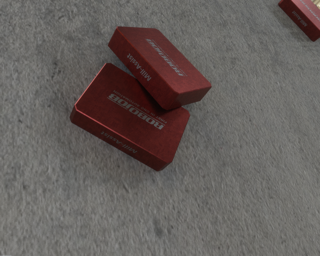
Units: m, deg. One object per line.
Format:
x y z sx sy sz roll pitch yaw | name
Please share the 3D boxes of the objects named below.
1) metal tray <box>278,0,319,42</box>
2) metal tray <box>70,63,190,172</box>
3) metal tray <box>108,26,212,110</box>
0.367 -0.283 0.776 0.091 0.030 0.130 -34 81 -38 | metal tray
-0.034 -0.015 0.393 0.130 0.030 0.090 31 52 -9 | metal tray
0.001 -0.087 0.431 0.130 0.030 0.091 50 37 17 | metal tray
